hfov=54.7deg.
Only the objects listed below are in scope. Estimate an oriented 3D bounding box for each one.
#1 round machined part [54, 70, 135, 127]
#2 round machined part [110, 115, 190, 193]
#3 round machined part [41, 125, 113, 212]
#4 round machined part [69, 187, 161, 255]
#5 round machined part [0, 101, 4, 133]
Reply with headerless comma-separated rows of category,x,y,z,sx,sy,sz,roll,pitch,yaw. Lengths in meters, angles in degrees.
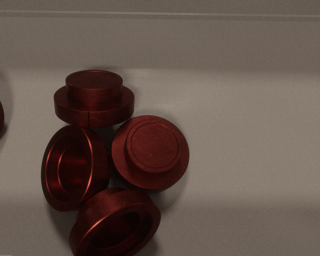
round machined part,-0.081,-0.042,0.387,0.099,0.042,0.098,4,29,-2
round machined part,-0.010,0.027,0.379,0.099,0.042,0.098,6,65,-12
round machined part,-0.094,0.048,0.365,0.098,0.042,0.098,-9,75,38
round machined part,-0.051,0.104,0.338,0.098,0.098,0.042,-34,48,-12
round machined part,-0.253,-0.013,0.383,0.042,0.098,0.098,-2,64,41
